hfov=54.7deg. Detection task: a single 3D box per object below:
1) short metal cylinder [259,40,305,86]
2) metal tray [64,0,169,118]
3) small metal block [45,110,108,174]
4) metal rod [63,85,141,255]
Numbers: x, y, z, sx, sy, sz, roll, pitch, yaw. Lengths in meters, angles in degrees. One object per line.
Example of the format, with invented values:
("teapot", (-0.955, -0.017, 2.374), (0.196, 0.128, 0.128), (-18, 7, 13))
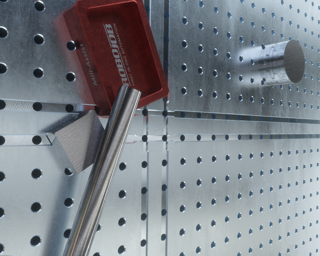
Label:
("short metal cylinder", (0.233, -0.123, 0.592), (0.081, 0.050, 0.079), (0, 90, -40))
("metal tray", (-0.046, -0.086, 0.368), (0.091, 0.030, 0.129), (-28, 108, -37))
("small metal block", (-0.086, 0.014, 0.338), (0.050, 0.025, 0.050), (-37, 113, -34))
("metal rod", (-0.077, 0.100, 0.323), (0.025, 0.025, 0.299), (22, 83, -38))
